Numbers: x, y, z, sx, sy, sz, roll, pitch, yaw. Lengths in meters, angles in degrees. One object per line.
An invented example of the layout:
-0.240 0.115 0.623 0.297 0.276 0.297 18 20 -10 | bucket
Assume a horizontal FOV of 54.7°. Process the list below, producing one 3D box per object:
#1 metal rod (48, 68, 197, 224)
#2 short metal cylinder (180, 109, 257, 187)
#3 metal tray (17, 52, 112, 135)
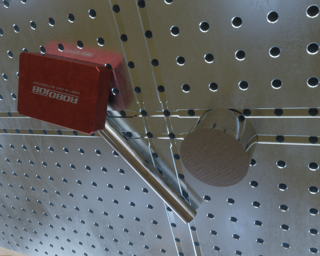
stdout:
-0.055 0.026 0.456 0.300 0.025 0.025 47 129 -5 | metal rod
0.071 0.023 0.372 0.080 0.050 0.079 13 124 21 | short metal cylinder
-0.135 -0.051 0.430 0.130 0.030 0.089 14 105 19 | metal tray
